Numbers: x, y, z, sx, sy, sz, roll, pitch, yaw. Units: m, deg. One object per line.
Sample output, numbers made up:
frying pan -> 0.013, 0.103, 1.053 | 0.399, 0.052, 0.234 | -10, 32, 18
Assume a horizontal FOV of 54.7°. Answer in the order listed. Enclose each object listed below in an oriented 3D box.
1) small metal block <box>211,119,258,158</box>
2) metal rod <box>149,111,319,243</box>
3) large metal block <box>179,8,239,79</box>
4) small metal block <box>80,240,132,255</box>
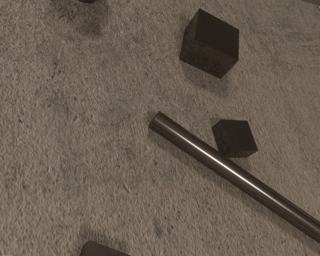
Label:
small metal block -> 0.110, 0.016, 0.455 | 0.050, 0.025, 0.050 | 2, 61, -28
metal rod -> 0.115, 0.072, 0.424 | 0.301, 0.025, 0.025 | 34, 51, -6
large metal block -> 0.084, -0.141, 0.522 | 0.080, 0.050, 0.080 | 22, 53, -15
small metal block -> -0.055, 0.140, 0.290 | 0.050, 0.025, 0.050 | 26, 52, -12
